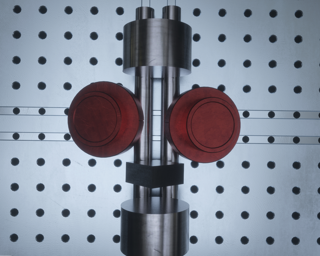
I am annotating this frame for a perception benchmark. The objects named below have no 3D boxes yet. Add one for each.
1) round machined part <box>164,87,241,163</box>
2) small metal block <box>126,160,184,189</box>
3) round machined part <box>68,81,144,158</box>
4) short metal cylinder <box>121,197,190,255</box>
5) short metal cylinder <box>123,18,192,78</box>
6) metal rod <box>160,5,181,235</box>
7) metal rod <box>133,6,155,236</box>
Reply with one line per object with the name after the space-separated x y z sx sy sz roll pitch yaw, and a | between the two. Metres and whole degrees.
0.059 -0.004 0.392 0.099 0.042 0.097 0 90 -15 | round machined part
-0.006 0.055 0.377 0.050 0.050 0.025 1 90 -42 | small metal block
-0.073 -0.011 0.392 0.098 0.042 0.097 0 90 14 | round machined part
-0.006 0.115 0.364 0.081 0.080 0.050 1 90 0 | short metal cylinder
-0.003 -0.090 0.363 0.081 0.080 0.050 1 90 0 | short metal cylinder
0.013 -0.009 0.412 0.025 0.025 0.298 1 90 0 | metal rod
-0.022 -0.008 0.412 0.025 0.025 0.298 1 90 0 | metal rod
